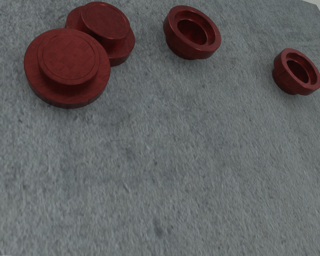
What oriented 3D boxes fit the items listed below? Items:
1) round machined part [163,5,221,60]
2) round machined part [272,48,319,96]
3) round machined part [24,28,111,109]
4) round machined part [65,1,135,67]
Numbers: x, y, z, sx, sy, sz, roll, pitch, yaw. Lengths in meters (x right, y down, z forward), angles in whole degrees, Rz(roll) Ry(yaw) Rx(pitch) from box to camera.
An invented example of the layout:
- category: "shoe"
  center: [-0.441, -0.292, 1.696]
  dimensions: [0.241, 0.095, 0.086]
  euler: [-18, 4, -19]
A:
- category: "round machined part"
  center: [0.049, -0.152, 0.514]
  dimensions: [0.099, 0.042, 0.098]
  euler: [14, 56, -21]
- category: "round machined part"
  center: [0.258, -0.103, 0.598]
  dimensions: [0.099, 0.042, 0.098]
  euler: [14, 56, -21]
- category: "round machined part"
  center: [-0.107, -0.075, 0.365]
  dimensions: [0.099, 0.042, 0.098]
  euler: [5, 74, -17]
- category: "round machined part"
  center: [-0.081, -0.137, 0.434]
  dimensions: [0.099, 0.042, 0.098]
  euler: [14, 56, -21]
